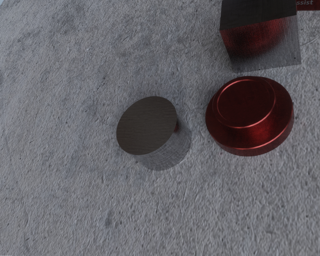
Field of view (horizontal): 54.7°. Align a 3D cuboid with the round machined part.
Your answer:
[{"bbox_3d":[0.099,-0.020,0.354,0.098,0.042,0.098,-13,56,21],"label":"round machined part"}]

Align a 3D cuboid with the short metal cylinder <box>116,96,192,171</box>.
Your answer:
[{"bbox_3d":[-0.007,0.007,0.387,0.080,0.050,0.080,-13,56,21],"label":"short metal cylinder"}]

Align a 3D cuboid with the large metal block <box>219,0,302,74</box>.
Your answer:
[{"bbox_3d":[0.124,-0.116,0.375,0.080,0.080,0.050,-4,60,26],"label":"large metal block"}]

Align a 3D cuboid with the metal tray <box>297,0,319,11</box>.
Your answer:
[{"bbox_3d":[0.195,-0.205,0.424,0.130,0.030,0.090,14,68,33],"label":"metal tray"}]
